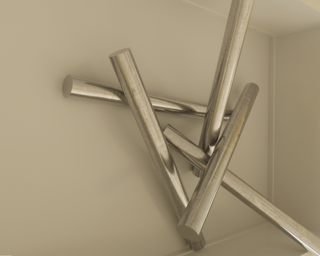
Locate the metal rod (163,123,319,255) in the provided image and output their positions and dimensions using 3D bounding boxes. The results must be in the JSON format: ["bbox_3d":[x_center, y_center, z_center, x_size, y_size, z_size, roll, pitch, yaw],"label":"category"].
[{"bbox_3d":[0.123,0.094,0.434,0.301,0.025,0.025,37,65,-7],"label":"metal rod"}]

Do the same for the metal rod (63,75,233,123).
[{"bbox_3d":[0.018,-0.030,0.423,0.302,0.025,0.025,7,86,-40],"label":"metal rod"}]

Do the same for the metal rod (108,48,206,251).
[{"bbox_3d":[0.006,0.045,0.393,0.025,0.025,0.299,-39,121,-33],"label":"metal rod"}]

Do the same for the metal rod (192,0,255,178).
[{"bbox_3d":[0.082,-0.064,0.396,0.025,0.025,0.298,-15,125,-39],"label":"metal rod"}]

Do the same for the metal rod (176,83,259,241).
[{"bbox_3d":[0.093,0.021,0.427,0.025,0.025,0.301,60,42,-23],"label":"metal rod"}]
